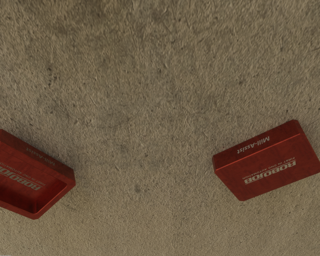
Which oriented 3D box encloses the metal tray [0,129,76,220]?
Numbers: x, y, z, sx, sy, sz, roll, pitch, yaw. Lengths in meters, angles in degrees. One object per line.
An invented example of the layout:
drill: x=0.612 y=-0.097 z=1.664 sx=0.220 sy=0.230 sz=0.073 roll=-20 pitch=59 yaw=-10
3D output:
metal tray: x=-0.197 y=0.069 z=0.431 sx=0.090 sy=0.030 sz=0.130 roll=-42 pitch=129 yaw=8

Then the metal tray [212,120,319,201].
metal tray: x=0.154 y=0.052 z=0.449 sx=0.130 sy=0.030 sz=0.090 roll=-28 pitch=125 yaw=21

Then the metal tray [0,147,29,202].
metal tray: x=-0.282 y=0.078 z=0.468 sx=0.131 sy=0.030 sz=0.090 roll=-11 pitch=130 yaw=9
